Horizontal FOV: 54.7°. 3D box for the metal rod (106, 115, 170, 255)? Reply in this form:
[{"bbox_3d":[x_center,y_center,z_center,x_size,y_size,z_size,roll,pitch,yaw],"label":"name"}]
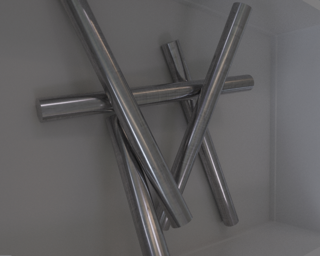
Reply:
[{"bbox_3d":[-0.006,0.115,0.299,0.025,0.025,0.299,5,54,-40],"label":"metal rod"}]

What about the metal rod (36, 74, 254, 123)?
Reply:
[{"bbox_3d":[0.006,-0.043,0.386,0.303,0.025,0.025,-11,98,-32],"label":"metal rod"}]

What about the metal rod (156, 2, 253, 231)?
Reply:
[{"bbox_3d":[0.052,-0.011,0.397,0.025,0.025,0.298,16,96,-39],"label":"metal rod"}]

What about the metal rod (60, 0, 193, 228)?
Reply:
[{"bbox_3d":[-0.041,-0.033,0.326,0.025,0.025,0.299,-28,94,-37],"label":"metal rod"}]

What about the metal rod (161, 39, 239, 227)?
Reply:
[{"bbox_3d":[0.065,0.018,0.460,0.025,0.025,0.299,-33,111,-35],"label":"metal rod"}]
